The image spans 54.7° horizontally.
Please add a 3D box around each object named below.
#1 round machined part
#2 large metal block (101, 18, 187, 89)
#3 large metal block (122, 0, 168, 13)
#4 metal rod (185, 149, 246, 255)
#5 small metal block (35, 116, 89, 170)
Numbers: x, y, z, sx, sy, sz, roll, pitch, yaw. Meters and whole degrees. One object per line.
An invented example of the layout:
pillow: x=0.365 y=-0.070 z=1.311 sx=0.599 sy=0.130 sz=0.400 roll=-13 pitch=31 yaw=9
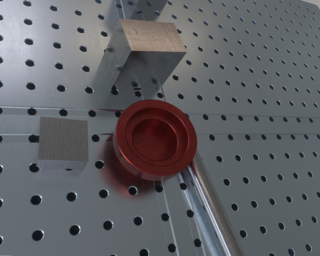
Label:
round machined part: x=-0.008 y=0.017 z=0.376 sx=0.099 sy=0.042 sz=0.098 roll=8 pitch=61 yaw=-15
large metal block: x=-0.024 y=-0.097 z=0.419 sx=0.081 sy=0.080 sz=0.050 roll=-7 pitch=66 yaw=-31
large metal block: x=-0.017 y=-0.246 z=0.514 sx=0.081 sy=0.080 sz=0.050 roll=-31 pitch=79 yaw=-38
metal rod: x=0.070 y=0.109 z=0.378 sx=0.025 sy=0.025 sz=0.299 roll=-10 pitch=67 yaw=-32
small metal block: x=-0.107 y=0.017 z=0.340 sx=0.050 sy=0.025 sz=0.050 roll=6 pitch=59 yaw=-26
